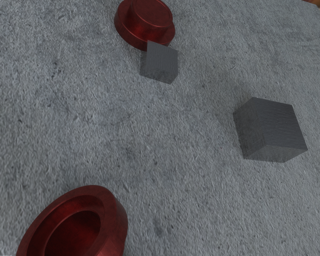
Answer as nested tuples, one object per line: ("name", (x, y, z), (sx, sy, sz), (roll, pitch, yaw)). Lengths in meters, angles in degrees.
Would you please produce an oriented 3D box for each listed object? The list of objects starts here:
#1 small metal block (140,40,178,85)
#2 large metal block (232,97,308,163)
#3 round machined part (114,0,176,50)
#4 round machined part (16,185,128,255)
("small metal block", (-0.001, -0.098, 0.465), (0.050, 0.025, 0.050), (14, 56, -21))
("large metal block", (0.168, 0.005, 0.478), (0.081, 0.050, 0.080), (8, 58, -25))
("round machined part", (-0.019, -0.171, 0.489), (0.099, 0.042, 0.098), (14, 56, -21))
("round machined part", (-0.071, 0.101, 0.270), (0.042, 0.098, 0.098), (60, 42, -32))
